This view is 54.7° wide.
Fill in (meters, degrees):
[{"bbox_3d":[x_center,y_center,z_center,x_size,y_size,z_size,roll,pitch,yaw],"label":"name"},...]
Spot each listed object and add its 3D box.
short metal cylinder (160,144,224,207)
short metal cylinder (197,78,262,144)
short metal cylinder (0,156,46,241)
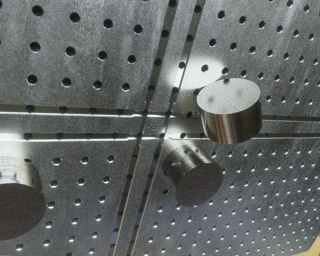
[{"bbox_3d":[0.048,0.071,0.467,0.081,0.050,0.079,-14,125,-21],"label":"short metal cylinder"},{"bbox_3d":[0.094,-0.024,0.414,0.080,0.080,0.050,-27,128,-12],"label":"short metal cylinder"},{"bbox_3d":[-0.175,0.079,0.349,0.081,0.050,0.079,-14,125,-21],"label":"short metal cylinder"}]
